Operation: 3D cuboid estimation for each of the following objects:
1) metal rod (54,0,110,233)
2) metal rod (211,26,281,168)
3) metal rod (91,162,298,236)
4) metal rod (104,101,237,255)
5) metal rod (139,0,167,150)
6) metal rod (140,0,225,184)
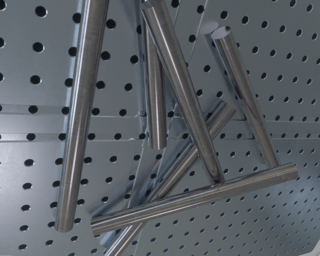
[{"bbox_3d":[-0.095,0.002,0.359,0.025,0.025,0.298,1,118,-29],"label":"metal rod"},{"bbox_3d":[0.143,-0.023,0.473,0.025,0.025,0.300,-38,129,-3],"label":"metal rod"},{"bbox_3d":[0.049,0.102,0.449,0.301,0.025,0.025,-16,127,0],"label":"metal rod"},{"bbox_3d":[0.011,0.085,0.468,0.025,0.025,0.299,30,102,-38],"label":"metal rod"},{"bbox_3d":[-0.008,-0.103,0.342,0.025,0.025,0.298,-15,125,-20],"label":"metal rod"},{"bbox_3d":[0.042,-0.014,0.390,0.025,0.025,0.299,-32,129,-8],"label":"metal rod"}]
